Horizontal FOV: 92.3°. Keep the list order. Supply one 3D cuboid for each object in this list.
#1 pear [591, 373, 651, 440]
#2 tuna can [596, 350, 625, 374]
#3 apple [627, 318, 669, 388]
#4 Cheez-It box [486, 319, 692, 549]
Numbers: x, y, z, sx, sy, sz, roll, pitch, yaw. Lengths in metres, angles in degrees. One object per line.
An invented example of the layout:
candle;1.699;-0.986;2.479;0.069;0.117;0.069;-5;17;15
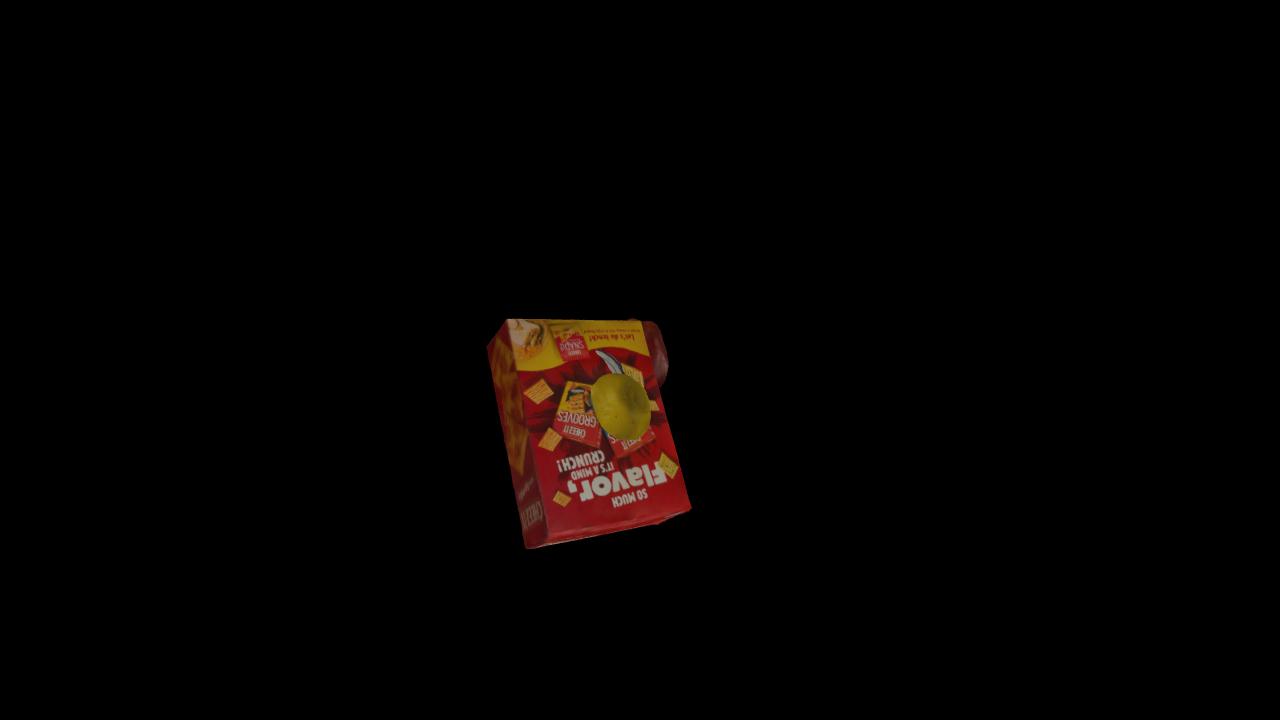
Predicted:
pear;-0.043;0.061;0.654;0.111;0.080;0.080;-26;-14;32
tuna can;-0.053;0.029;0.661;0.084;0.084;0.034;0;-2;8
apple;-0.004;-0.003;0.751;0.079;0.093;0.079;0;38;0
Cheez-It box;-0.054;0.068;0.641;0.166;0.223;0.071;-2;-25;-34
